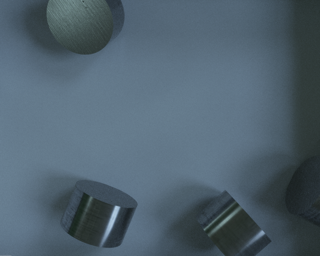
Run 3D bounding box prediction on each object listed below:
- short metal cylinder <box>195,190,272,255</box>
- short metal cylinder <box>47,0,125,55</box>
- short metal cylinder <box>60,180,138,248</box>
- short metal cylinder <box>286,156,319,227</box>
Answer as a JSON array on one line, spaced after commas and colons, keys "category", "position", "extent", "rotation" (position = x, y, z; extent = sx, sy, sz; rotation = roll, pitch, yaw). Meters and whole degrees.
[{"category": "short metal cylinder", "position": [0.090, 0.124, 0.385], "extent": [0.050, 0.080, 0.080], "rotation": [-42, 90, 0]}, {"category": "short metal cylinder", "position": [-0.089, -0.137, 0.381], "extent": [0.080, 0.050, 0.079], "rotation": [4, 120, 8]}, {"category": "short metal cylinder", "position": [-0.074, 0.104, 0.383], "extent": [0.080, 0.080, 0.050], "rotation": [22, 90, 0]}, {"category": "short metal cylinder", "position": [0.203, 0.081, 0.385], "extent": [0.050, 0.080, 0.080], "rotation": [26, 90, 0]}]
